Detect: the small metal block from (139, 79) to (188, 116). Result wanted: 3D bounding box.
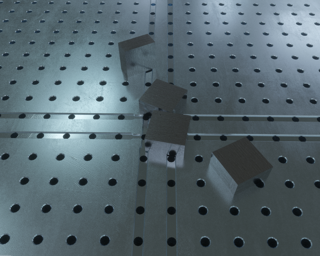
[{"bbox_3d":[0.005,-0.038,0.440,0.050,0.025,0.050,23,53,18],"label":"small metal block"}]

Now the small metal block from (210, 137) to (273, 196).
[{"bbox_3d":[0.096,0.045,0.371,0.050,0.025,0.050,-22,54,-18],"label":"small metal block"}]

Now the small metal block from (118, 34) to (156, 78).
[{"bbox_3d":[-0.035,-0.113,0.487,0.050,0.050,0.025,-23,54,-18],"label":"small metal block"}]

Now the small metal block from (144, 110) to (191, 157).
[{"bbox_3d":[0.011,0.007,0.402,0.050,0.025,0.050,9,51,8],"label":"small metal block"}]
